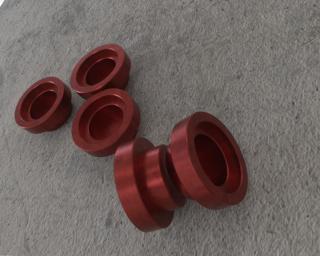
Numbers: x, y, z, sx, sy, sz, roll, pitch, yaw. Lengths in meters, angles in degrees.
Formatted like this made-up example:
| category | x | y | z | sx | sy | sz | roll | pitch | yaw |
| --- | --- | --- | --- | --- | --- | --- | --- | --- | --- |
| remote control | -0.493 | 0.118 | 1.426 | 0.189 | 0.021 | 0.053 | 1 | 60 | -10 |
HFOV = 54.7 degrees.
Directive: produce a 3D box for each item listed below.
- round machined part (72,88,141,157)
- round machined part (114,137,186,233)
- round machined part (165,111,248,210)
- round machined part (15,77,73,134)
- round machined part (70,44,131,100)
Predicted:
| category | x | y | z | sx | sy | sz | roll | pitch | yaw |
| --- | --- | --- | --- | --- | --- | --- | --- | --- | --- |
| round machined part | -0.070 | -0.004 | 0.432 | 0.098 | 0.042 | 0.098 | -13 | 56 | 21 |
| round machined part | -0.004 | 0.055 | 0.326 | 0.042 | 0.098 | 0.098 | -20 | 54 | 17 |
| round machined part | 0.044 | 0.035 | 0.317 | 0.042 | 0.098 | 0.098 | -30 | 49 | 36 |
| round machined part | -0.185 | -0.033 | 0.511 | 0.098 | 0.042 | 0.098 | -13 | 56 | 21 |
| round machined part | -0.088 | -0.082 | 0.487 | 0.098 | 0.042 | 0.098 | -15 | 52 | 20 |
